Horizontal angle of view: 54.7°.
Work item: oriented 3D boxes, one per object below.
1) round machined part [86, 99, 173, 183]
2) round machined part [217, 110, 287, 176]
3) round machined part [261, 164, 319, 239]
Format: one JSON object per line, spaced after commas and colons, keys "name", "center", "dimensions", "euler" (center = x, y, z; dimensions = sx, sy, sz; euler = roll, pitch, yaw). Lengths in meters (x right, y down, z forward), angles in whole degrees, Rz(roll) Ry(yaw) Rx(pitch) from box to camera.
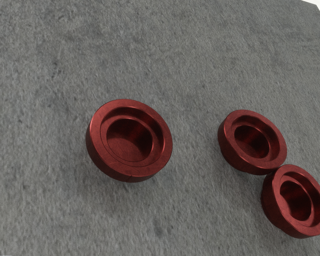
{"name": "round machined part", "center": [-0.038, 0.018, 0.363], "dimensions": [0.099, 0.042, 0.098], "euler": [14, 56, -21]}
{"name": "round machined part", "center": [0.126, 0.024, 0.443], "dimensions": [0.099, 0.042, 0.098], "euler": [12, 51, -15]}
{"name": "round machined part", "center": [0.181, 0.103, 0.430], "dimensions": [0.099, 0.042, 0.098], "euler": [14, 56, -21]}
